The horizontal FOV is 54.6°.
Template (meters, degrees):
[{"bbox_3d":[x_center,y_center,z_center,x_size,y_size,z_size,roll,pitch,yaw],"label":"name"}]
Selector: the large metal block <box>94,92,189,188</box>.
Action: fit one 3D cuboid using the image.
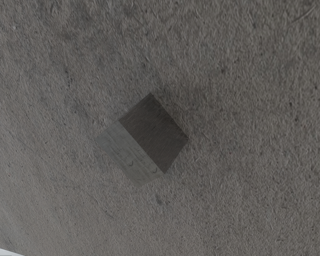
[{"bbox_3d":[-0.020,0.014,0.391,0.050,0.080,0.080,-34,99,38],"label":"large metal block"}]
